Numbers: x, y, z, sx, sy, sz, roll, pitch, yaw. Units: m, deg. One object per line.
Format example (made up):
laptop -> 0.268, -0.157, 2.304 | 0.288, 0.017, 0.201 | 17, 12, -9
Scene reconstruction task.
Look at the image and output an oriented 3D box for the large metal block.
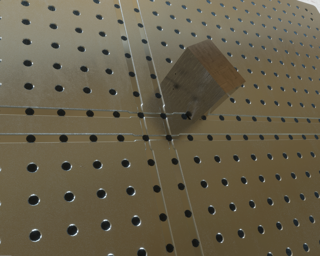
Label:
large metal block -> 0.061, -0.067, 0.448 | 0.050, 0.080, 0.080 | -31, 79, -38
